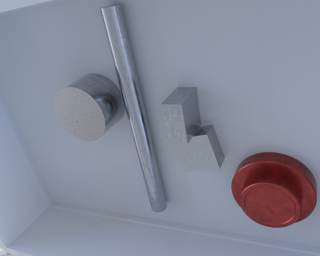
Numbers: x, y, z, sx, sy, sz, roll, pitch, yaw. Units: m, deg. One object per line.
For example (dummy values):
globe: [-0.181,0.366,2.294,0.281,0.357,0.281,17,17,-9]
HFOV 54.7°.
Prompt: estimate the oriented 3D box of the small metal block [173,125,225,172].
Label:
small metal block: [0.049,0.027,0.398,0.050,0.025,0.050,-10,114,32]

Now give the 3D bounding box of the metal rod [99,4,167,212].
metal rod: [-0.029,-0.008,0.417,0.025,0.025,0.298,2,120,27]

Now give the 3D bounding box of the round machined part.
round machined part: [0.136,0.082,0.376,0.098,0.042,0.097,13,124,20]

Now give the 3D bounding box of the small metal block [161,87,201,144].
small metal block: [0.027,-0.016,0.368,0.025,0.050,0.050,3,120,26]

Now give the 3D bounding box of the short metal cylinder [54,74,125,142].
short metal cylinder: [-0.096,-0.028,0.424,0.080,0.050,0.079,13,124,20]
